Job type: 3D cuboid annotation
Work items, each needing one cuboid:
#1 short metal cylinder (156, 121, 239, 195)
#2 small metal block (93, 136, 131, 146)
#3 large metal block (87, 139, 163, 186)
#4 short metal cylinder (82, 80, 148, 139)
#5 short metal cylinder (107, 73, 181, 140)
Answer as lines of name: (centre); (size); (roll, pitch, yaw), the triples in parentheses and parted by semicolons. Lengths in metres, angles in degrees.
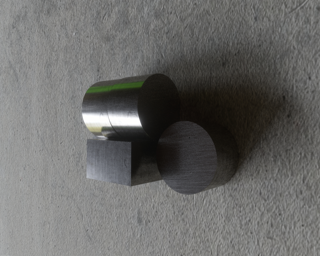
short metal cylinder: (0.043, 0.032, 0.355); (0.080, 0.050, 0.079); (0, 90, 40)
small metal block: (-0.077, 0.025, 0.471); (0.050, 0.025, 0.050); (45, 117, 30)
large metal block: (-0.037, 0.040, 0.402); (0.080, 0.081, 0.050); (1, 91, 40)
short metal cylinder: (-0.057, -0.025, 0.418); (0.050, 0.081, 0.079); (1, 91, 40)
short metal cylinder: (-0.018, -0.026, 0.386); (0.050, 0.081, 0.079); (1, 91, 40)
